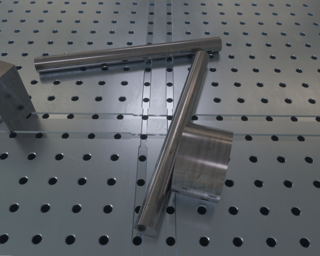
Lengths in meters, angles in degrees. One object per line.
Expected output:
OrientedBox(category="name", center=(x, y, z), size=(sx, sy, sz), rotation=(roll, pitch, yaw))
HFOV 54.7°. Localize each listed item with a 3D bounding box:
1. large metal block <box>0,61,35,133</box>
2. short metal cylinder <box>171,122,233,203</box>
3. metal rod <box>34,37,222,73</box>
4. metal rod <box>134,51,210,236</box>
OrientedBox(category="large metal block", center=(-0.227, -0.048, 0.410), size=(0.080, 0.080, 0.050), rotation=(18, 53, 14))
OrientedBox(category="short metal cylinder", center=(0.047, 0.037, 0.341), size=(0.050, 0.080, 0.080), rotation=(12, 51, 10))
OrientedBox(category="metal rod", center=(-0.047, -0.121, 0.509), size=(0.302, 0.025, 0.025), rotation=(-8, 51, -7))
OrientedBox(category="metal rod", center=(0.027, -0.005, 0.411), size=(0.025, 0.025, 0.300), rotation=(13, 51, 10))
